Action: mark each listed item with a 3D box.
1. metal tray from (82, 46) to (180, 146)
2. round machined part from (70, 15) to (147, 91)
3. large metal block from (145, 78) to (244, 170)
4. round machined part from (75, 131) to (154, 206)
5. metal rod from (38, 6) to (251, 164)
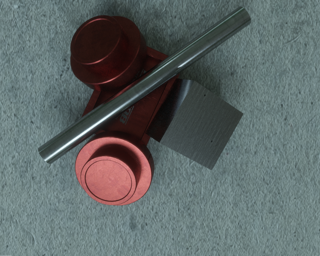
[{"bbox_3d":[-0.037,-0.043,0.408,0.090,0.030,0.129,25,90,0],"label":"metal tray"},{"bbox_3d":[-0.070,-0.098,0.382,0.098,0.042,0.098,-7,68,19],"label":"round machined part"},{"bbox_3d":[0.042,-0.005,0.385,0.080,0.050,0.080,29,89,-25],"label":"large metal block"},{"bbox_3d":[-0.058,0.056,0.385,0.099,0.042,0.097,2,111,6],"label":"round machined part"},{"bbox_3d":[-0.018,-0.053,0.382,0.301,0.025,0.025,-35,90,0],"label":"metal rod"}]
